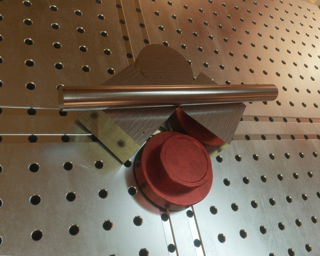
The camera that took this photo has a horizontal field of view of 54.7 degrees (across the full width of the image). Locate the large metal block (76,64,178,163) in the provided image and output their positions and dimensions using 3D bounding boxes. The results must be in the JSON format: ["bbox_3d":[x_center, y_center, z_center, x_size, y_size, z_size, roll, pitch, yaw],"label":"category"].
[{"bbox_3d":[-0.040,-0.019,0.377,0.080,0.050,0.080,44,51,0],"label":"large metal block"}]

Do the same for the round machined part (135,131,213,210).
[{"bbox_3d":[0.023,0.046,0.376,0.099,0.042,0.098,14,56,-21],"label":"round machined part"}]

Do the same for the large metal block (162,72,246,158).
[{"bbox_3d":[0.062,-0.017,0.428,0.080,0.050,0.080,36,52,-4],"label":"large metal block"}]

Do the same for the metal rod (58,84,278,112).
[{"bbox_3d":[0.033,-0.040,0.379,0.303,0.025,0.025,-5,64,-30],"label":"metal rod"}]

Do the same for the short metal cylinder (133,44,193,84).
[{"bbox_3d":[-0.001,-0.068,0.428,0.081,0.050,0.080,14,56,-21],"label":"short metal cylinder"}]
